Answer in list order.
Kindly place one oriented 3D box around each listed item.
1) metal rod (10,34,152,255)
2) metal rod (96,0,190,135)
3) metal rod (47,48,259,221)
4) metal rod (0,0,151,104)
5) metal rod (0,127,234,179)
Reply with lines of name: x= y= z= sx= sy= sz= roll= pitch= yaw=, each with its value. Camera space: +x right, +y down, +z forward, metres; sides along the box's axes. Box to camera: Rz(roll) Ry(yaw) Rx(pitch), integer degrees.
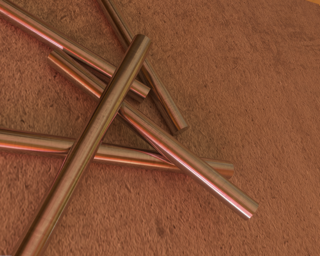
metal rod: x=-0.074 y=0.014 z=0.321 sx=0.025 sy=0.025 sz=0.300 roll=29 pitch=62 yaw=-10
metal rod: x=-0.042 y=-0.122 z=0.454 sx=0.025 sy=0.025 sz=0.299 roll=-19 pitch=72 yaw=-35
metal rod: x=-0.015 y=0.003 z=0.367 sx=0.300 sy=0.025 sz=0.025 roll=38 pitch=51 yaw=8
metal rod: x=-0.146 y=-0.121 z=0.398 sx=0.301 sy=0.025 sz=0.025 roll=31 pitch=52 yaw=-8
metal rod: x=-0.045 y=0.032 z=0.359 sx=0.302 sy=0.025 sz=0.025 roll=10 pitch=57 yaw=-23
